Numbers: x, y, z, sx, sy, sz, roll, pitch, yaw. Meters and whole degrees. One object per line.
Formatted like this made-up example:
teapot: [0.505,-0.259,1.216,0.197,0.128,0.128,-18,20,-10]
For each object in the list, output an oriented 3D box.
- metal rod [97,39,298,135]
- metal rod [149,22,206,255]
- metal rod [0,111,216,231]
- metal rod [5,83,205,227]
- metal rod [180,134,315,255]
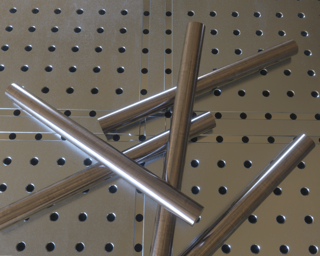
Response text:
metal rod: [0.059,-0.061,0.434,0.302,0.025,0.025,-23,72,-9]
metal rod: [0.023,0.011,0.381,0.025,0.025,0.299,9,80,3]
metal rod: [-0.066,0.051,0.392,0.302,0.025,0.025,-25,72,-9]
metal rod: [-0.081,0.022,0.379,0.300,0.025,0.025,31,73,19]
metal rod: [0.082,0.113,0.371,0.301,0.025,0.025,-41,75,-14]
